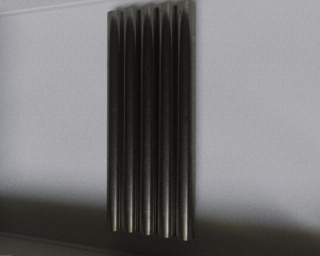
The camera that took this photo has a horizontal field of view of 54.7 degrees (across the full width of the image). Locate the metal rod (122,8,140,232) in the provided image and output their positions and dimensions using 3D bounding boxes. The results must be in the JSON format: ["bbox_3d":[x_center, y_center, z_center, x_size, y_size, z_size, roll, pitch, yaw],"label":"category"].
[{"bbox_3d":[-0.039,-0.011,0.423,0.025,0.025,0.298,0,90,20],"label":"metal rod"}]

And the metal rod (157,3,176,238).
[{"bbox_3d":[0.010,-0.010,0.406,0.025,0.025,0.298,0,90,20],"label":"metal rod"}]

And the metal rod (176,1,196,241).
[{"bbox_3d":[0.033,-0.009,0.397,0.025,0.025,0.298,0,90,20],"label":"metal rod"}]

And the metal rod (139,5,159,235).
[{"bbox_3d":[-0.015,-0.010,0.414,0.025,0.025,0.298,0,90,20],"label":"metal rod"}]

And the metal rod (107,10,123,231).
[{"bbox_3d":[-0.061,-0.010,0.431,0.025,0.025,0.298,0,90,20],"label":"metal rod"}]
